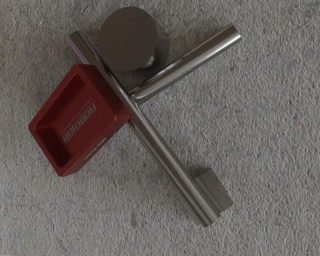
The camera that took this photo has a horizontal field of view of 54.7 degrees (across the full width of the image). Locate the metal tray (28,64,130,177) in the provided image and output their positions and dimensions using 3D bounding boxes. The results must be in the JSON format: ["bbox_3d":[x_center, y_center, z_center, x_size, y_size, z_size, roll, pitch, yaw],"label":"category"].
[{"bbox_3d":[-0.109,-0.008,0.404,0.130,0.030,0.090,-43,76,26],"label":"metal tray"}]

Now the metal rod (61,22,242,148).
[{"bbox_3d":[-0.030,-0.044,0.420,0.300,0.025,0.025,-31,80,17],"label":"metal rod"}]

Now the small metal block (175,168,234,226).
[{"bbox_3d":[0.056,0.086,0.390,0.050,0.025,0.050,-35,79,16],"label":"small metal block"}]

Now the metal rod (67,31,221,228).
[{"bbox_3d":[-0.027,-0.007,0.393,0.025,0.025,0.299,-41,78,15],"label":"metal rod"}]

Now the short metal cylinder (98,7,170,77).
[{"bbox_3d":[-0.032,-0.110,0.407,0.080,0.050,0.079,0,90,19],"label":"short metal cylinder"}]
